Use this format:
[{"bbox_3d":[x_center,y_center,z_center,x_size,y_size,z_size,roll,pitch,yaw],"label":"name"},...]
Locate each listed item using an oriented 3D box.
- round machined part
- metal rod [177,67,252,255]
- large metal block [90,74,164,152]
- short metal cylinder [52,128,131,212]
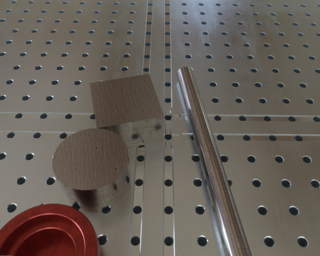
[{"bbox_3d":[-0.105,0.125,0.290,0.099,0.042,0.098,0,50,0],"label":"round machined part"},{"bbox_3d":[0.059,0.029,0.383,0.025,0.025,0.300,-6,50,-5],"label":"metal rod"},{"bbox_3d":[-0.044,-0.021,0.408,0.081,0.050,0.080,-11,51,-9],"label":"large metal block"},{"bbox_3d":[-0.074,0.047,0.351,0.081,0.050,0.080,0,50,0],"label":"short metal cylinder"}]
